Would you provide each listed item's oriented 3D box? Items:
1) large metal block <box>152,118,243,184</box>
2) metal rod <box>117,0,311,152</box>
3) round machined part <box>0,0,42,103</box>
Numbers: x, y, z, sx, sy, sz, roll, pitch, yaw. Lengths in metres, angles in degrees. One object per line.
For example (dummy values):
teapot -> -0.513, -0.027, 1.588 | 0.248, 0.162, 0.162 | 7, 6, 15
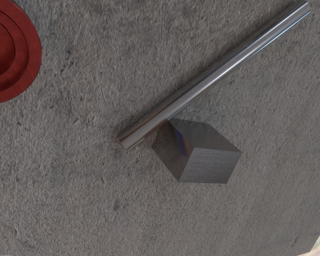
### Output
large metal block -> 0.048, 0.030, 0.417 | 0.081, 0.080, 0.050 | 8, 114, -32
metal rod -> 0.072, -0.071, 0.404 | 0.301, 0.025, 0.025 | -37, 130, -4
round machined part -> -0.156, -0.072, 0.266 | 0.099, 0.042, 0.097 | -14, 125, -21
